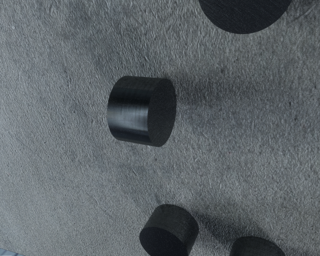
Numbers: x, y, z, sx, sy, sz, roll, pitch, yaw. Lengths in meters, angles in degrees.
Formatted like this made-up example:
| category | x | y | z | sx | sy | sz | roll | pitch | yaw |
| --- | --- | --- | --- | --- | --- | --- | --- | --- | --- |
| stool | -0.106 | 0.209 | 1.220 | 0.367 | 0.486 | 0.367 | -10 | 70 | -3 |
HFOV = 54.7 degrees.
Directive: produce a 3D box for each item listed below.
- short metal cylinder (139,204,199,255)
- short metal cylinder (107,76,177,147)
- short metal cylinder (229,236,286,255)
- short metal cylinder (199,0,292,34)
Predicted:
| category | x | y | z | sx | sy | sz | roll | pitch | yaw |
| --- | --- | --- | --- | --- | --- | --- | --- | --- | --- |
| short metal cylinder | 0.015 | 0.167 | 0.486 | 0.080 | 0.050 | 0.079 | 13 | 124 | 21 |
| short metal cylinder | -0.019 | -0.021 | 0.369 | 0.050 | 0.080 | 0.079 | 8 | 122 | 24 |
| short metal cylinder | 0.137 | 0.204 | 0.444 | 0.080 | 0.050 | 0.079 | 13 | 124 | 21 |
| short metal cylinder | 0.078 | -0.128 | 0.270 | 0.080 | 0.050 | 0.079 | 13 | 124 | 21 |
